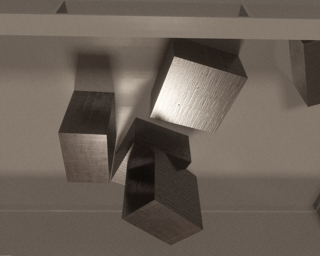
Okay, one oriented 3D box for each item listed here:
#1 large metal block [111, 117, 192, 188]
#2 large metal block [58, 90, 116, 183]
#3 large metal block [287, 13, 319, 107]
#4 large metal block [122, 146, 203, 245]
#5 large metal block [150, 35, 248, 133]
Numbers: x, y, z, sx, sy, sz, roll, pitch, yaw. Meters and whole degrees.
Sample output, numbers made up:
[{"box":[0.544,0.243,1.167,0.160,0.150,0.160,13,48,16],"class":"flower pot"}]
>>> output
[{"box":[-0.013,0.042,0.428,0.080,0.050,0.079,20,127,-17],"class":"large metal block"},{"box":[-0.084,0.011,0.381,0.050,0.080,0.079,3,130,-3],"class":"large metal block"},{"box":[0.188,-0.078,0.329,0.080,0.050,0.080,-16,129,12],"class":"large metal block"},{"box":[0.004,0.082,0.378,0.050,0.080,0.080,-36,122,26],"class":"large metal block"},{"box":[0.040,-0.048,0.353,0.081,0.050,0.079,14,129,-12],"class":"large metal block"}]
